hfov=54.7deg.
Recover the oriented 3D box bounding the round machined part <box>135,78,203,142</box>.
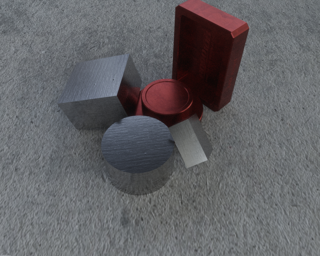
[{"bbox_3d":[0.009,-0.029,0.420,0.099,0.042,0.098,0,50,0],"label":"round machined part"}]

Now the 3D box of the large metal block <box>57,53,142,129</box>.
[{"bbox_3d":[-0.076,-0.048,0.412,0.080,0.050,0.080,-6,48,17],"label":"large metal block"}]

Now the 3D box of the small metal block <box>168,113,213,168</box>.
[{"bbox_3d":[0.038,0.013,0.364,0.025,0.050,0.050,-25,92,19],"label":"small metal block"}]

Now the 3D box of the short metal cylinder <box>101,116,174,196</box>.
[{"bbox_3d":[-0.025,0.032,0.362,0.081,0.050,0.080,0,50,0],"label":"short metal cylinder"}]

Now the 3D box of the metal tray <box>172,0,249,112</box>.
[{"bbox_3d":[0.060,-0.094,0.414,0.030,0.129,0.090,-37,60,-27],"label":"metal tray"}]
